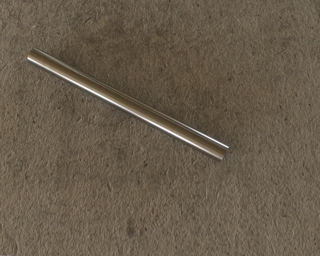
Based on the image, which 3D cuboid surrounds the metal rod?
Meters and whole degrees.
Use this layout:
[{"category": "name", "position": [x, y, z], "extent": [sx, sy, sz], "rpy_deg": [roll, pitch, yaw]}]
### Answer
[{"category": "metal rod", "position": [-0.049, -0.035, 0.420], "extent": [0.301, 0.025, 0.025], "rpy_deg": [27, 72, 9]}]
